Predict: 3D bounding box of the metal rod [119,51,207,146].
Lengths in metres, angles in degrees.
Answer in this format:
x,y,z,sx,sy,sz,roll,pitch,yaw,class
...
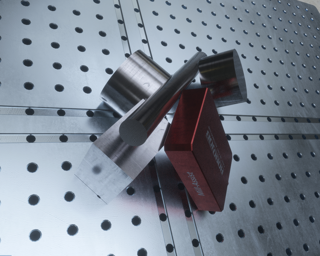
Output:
x,y,z,sx,sy,sz,roll,pitch,yaw,class
0.023,-0.056,0.387,0.025,0.025,0.301,40,30,-2,metal rod

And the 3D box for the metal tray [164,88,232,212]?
x,y,z,sx,sy,sz,roll,pitch,yaw,class
0.052,0.028,0.366,0.130,0.030,0.090,61,37,-41,metal tray

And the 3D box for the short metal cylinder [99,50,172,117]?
x,y,z,sx,sy,sz,roll,pitch,yaw,class
-0.030,-0.051,0.388,0.050,0.080,0.080,40,51,-2,short metal cylinder

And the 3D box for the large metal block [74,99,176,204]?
x,y,z,sx,sy,sz,roll,pitch,yaw,class
-0.038,0.026,0.337,0.050,0.080,0.080,43,51,1,large metal block

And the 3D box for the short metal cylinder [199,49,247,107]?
x,y,z,sx,sy,sz,roll,pitch,yaw,class
0.096,-0.073,0.465,0.080,0.050,0.080,40,45,-55,short metal cylinder
